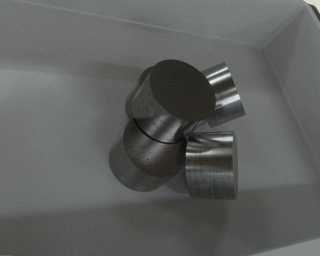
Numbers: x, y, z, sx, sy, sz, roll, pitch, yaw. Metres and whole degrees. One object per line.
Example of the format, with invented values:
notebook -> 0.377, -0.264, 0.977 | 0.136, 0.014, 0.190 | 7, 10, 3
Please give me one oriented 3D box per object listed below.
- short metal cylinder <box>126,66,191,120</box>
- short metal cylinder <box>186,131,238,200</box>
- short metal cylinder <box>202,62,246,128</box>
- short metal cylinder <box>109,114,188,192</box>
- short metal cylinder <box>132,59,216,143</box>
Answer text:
short metal cylinder -> 0.001, -0.035, 0.411 | 0.081, 0.050, 0.080 | 14, 56, -21
short metal cylinder -> 0.064, 0.044, 0.369 | 0.050, 0.080, 0.080 | -2, 53, 17
short metal cylinder -> 0.081, -0.046, 0.435 | 0.080, 0.050, 0.080 | -22, 90, -78
short metal cylinder -> -0.013, 0.029, 0.365 | 0.081, 0.050, 0.080 | 14, 56, -21
short metal cylinder -> 0.015, -0.030, 0.349 | 0.081, 0.050, 0.080 | 14, 56, -21
